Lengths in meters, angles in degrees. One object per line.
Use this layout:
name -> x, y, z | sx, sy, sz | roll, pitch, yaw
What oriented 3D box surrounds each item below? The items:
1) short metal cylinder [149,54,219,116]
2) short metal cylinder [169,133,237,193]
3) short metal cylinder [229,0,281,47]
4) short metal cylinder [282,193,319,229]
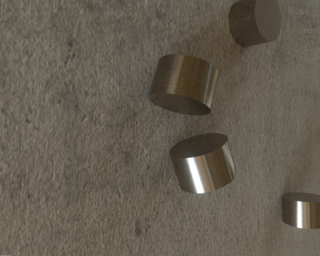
short metal cylinder -> 0.031, -0.053, 0.397 | 0.080, 0.080, 0.050 | 23, 76, -38
short metal cylinder -> 0.058, 0.046, 0.420 | 0.081, 0.080, 0.050 | -29, 108, -37
short metal cylinder -> 0.162, -0.183, 0.527 | 0.081, 0.050, 0.079 | 0, 90, -40
short metal cylinder -> 0.285, 0.161, 0.612 | 0.081, 0.080, 0.050 | -2, 92, -40
